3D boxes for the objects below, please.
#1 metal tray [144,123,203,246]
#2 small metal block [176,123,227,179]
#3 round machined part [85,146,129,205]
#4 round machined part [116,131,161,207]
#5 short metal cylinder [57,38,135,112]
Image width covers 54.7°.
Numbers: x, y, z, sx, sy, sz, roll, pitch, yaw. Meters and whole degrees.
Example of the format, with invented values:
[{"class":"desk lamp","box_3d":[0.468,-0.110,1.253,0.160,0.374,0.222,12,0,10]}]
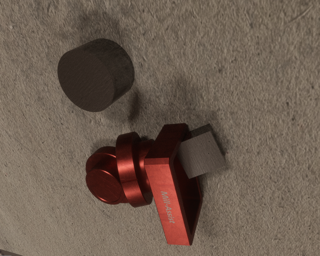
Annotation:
[{"class":"metal tray","box_3d":[0.022,0.070,0.392,0.030,0.090,0.129,-4,117,21]},{"class":"small metal block","box_3d":[0.049,0.029,0.388,0.050,0.025,0.050,-23,108,14]},{"class":"round machined part","box_3d":[-0.076,0.081,0.484,0.098,0.042,0.097,13,124,20]},{"class":"round machined part","box_3d":[-0.022,0.052,0.408,0.042,0.098,0.097,-14,114,7]},{"class":"short metal cylinder","box_3d":[-0.079,-0.067,0.390,0.080,0.050,0.079,13,124,20]}]
